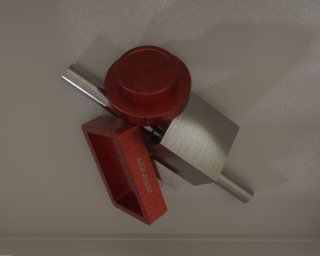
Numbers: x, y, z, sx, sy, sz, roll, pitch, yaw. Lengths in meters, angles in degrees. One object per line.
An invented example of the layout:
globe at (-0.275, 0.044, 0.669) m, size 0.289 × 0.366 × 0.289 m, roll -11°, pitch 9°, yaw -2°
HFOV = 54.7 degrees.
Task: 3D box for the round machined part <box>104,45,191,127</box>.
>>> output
round machined part at (-0.014, -0.054, 0.349) m, size 0.099 × 0.098 × 0.042 m, roll -2°, pitch 151°, yaw 0°

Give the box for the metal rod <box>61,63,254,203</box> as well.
metal rod at (0.006, 0.014, 0.415) m, size 0.301 × 0.025 × 0.025 m, roll 35°, pitch 106°, yaw -13°

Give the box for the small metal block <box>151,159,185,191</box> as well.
small metal block at (0.008, 0.049, 0.414) m, size 0.050 × 0.050 × 0.025 m, roll 36°, pitch 106°, yaw -13°

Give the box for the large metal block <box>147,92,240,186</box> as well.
large metal block at (0.039, 0.014, 0.381) m, size 0.080 × 0.050 × 0.080 m, roll 35°, pitch 63°, yaw -12°

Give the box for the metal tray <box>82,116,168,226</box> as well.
metal tray at (-0.046, 0.052, 0.395) m, size 0.030 × 0.090 × 0.129 m, roll -31°, pitch 113°, yaw -33°
